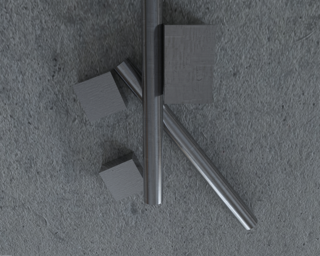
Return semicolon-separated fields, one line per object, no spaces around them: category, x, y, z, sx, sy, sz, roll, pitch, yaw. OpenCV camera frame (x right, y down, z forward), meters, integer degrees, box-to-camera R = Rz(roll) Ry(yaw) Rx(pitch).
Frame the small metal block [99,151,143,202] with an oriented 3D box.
small metal block;-0.049;0.068;0.434;0.050;0.025;0.050;-24;109;8

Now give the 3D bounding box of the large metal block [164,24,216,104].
large metal block;0.030;-0.077;0.353;0.050;0.080;0.079;0;110;0

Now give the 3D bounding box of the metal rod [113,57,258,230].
metal rod;0.044;0.031;0.421;0.025;0.025;0.300;-36;107;12

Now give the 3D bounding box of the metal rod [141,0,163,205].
metal rod;-0.009;-0.053;0.366;0.025;0.025;0.298;0;101;-1

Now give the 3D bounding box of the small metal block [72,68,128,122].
small metal block;-0.074;-0.042;0.393;0.050;0.025;0.050;-20;109;6
